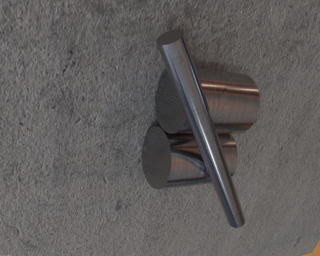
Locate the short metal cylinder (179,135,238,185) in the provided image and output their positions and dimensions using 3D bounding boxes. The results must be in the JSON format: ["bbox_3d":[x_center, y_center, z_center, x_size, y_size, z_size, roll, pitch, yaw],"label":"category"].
[{"bbox_3d":[0.061,0.037,0.429,0.050,0.080,0.079,1,118,-29],"label":"short metal cylinder"}]

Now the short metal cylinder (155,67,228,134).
[{"bbox_3d":[0.035,-0.033,0.372,0.050,0.080,0.079,1,118,-29],"label":"short metal cylinder"}]

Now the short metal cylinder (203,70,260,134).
[{"bbox_3d":[0.079,-0.032,0.396,0.050,0.080,0.079,1,118,-29],"label":"short metal cylinder"}]

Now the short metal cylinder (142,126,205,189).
[{"bbox_3d":[0.016,0.038,0.405,0.050,0.080,0.079,1,118,-29],"label":"short metal cylinder"}]

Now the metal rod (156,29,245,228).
[{"bbox_3d":[0.060,0.028,0.355,0.025,0.025,0.299,-32,129,-8],"label":"metal rod"}]
